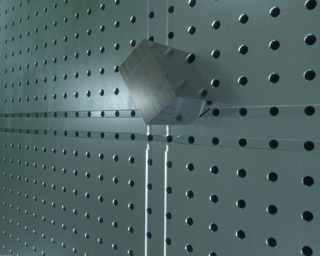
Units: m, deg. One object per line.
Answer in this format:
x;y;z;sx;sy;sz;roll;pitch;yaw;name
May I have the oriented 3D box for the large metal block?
0.010;-0.051;0.367;0.050;0.081;0.080;-41;65;32;large metal block
